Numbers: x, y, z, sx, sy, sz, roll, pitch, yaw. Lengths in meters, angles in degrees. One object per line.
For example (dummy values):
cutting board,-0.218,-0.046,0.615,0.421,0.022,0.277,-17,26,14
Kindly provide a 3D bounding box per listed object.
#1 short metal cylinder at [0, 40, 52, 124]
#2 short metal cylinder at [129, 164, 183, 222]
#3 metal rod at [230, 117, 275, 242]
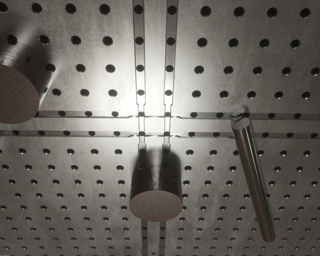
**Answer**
short metal cylinder,-0.170,-0.051,0.349,0.081,0.050,0.079,0,130,0
short metal cylinder,-0.006,0.102,0.482,0.081,0.050,0.079,0,130,0
metal rod,0.156,0.100,0.499,0.025,0.025,0.299,-16,129,12
